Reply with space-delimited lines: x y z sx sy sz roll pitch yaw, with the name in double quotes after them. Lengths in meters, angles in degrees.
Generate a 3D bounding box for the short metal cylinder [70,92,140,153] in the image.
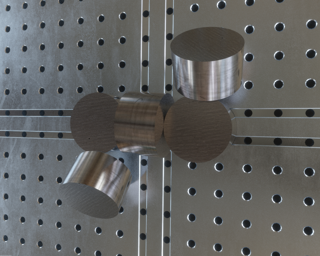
-0.073 -0.006 0.423 0.080 0.050 0.079 0 90 19 "short metal cylinder"

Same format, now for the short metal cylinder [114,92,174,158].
-0.016 -0.005 0.388 0.050 0.080 0.079 5 92 19 "short metal cylinder"

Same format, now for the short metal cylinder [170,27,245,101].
0.054 -0.075 0.357 0.080 0.080 0.050 9 135 19 "short metal cylinder"

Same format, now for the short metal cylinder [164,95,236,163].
0.051 0.000 0.380 0.080 0.050 0.079 0 90 19 "short metal cylinder"

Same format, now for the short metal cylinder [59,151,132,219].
-0.083 0.075 0.405 0.080 0.050 0.080 11 137 11 "short metal cylinder"
